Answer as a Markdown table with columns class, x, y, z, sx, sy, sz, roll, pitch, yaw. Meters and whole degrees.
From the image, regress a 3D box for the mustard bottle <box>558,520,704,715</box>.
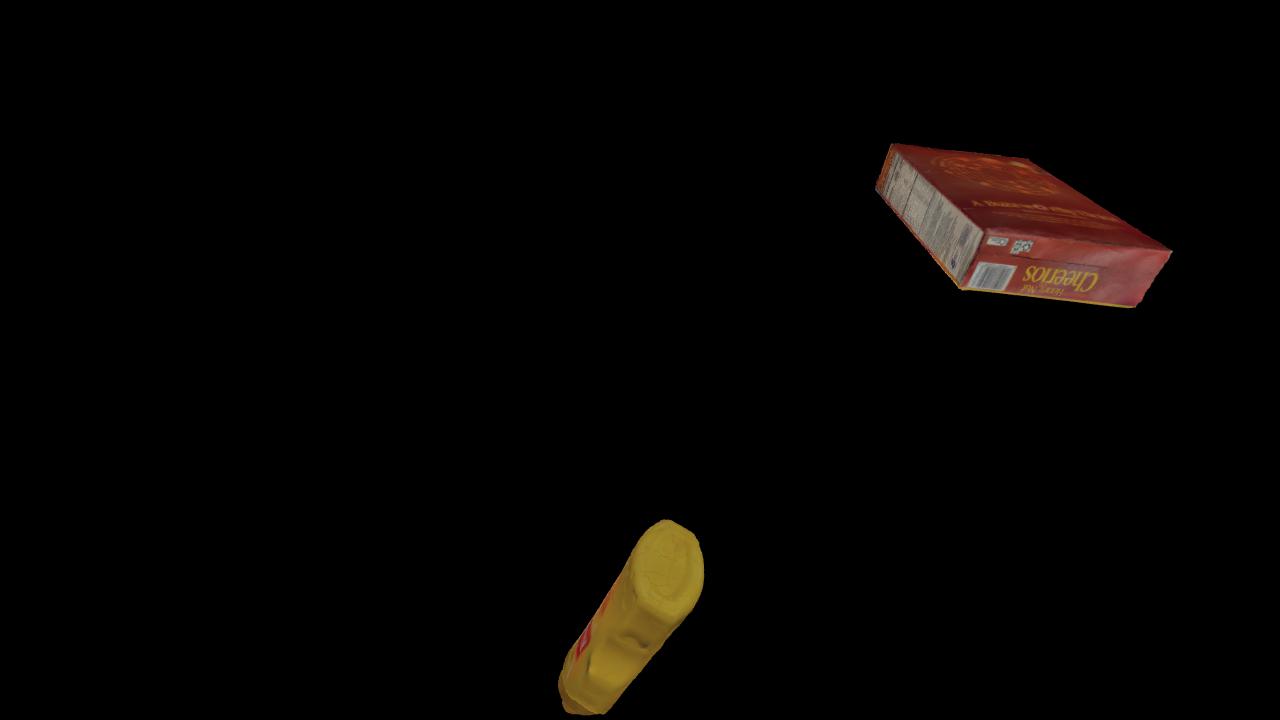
| class | x | y | z | sx | sy | sz | roll | pitch | yaw |
| --- | --- | --- | --- | --- | --- | --- | --- | --- | --- |
| mustard bottle | -0.017 | 0.211 | 0.462 | 0.054 | 0.184 | 0.092 | 27 | 27 | -4 |

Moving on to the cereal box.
| class | x | y | z | sx | sy | sz | roll | pitch | yaw |
| --- | --- | --- | --- | --- | --- | --- | --- | --- | --- |
| cereal box | 0.440 | -0.179 | 0.758 | 0.203 | 0.081 | 0.306 | 5 | 35 | -3 |
